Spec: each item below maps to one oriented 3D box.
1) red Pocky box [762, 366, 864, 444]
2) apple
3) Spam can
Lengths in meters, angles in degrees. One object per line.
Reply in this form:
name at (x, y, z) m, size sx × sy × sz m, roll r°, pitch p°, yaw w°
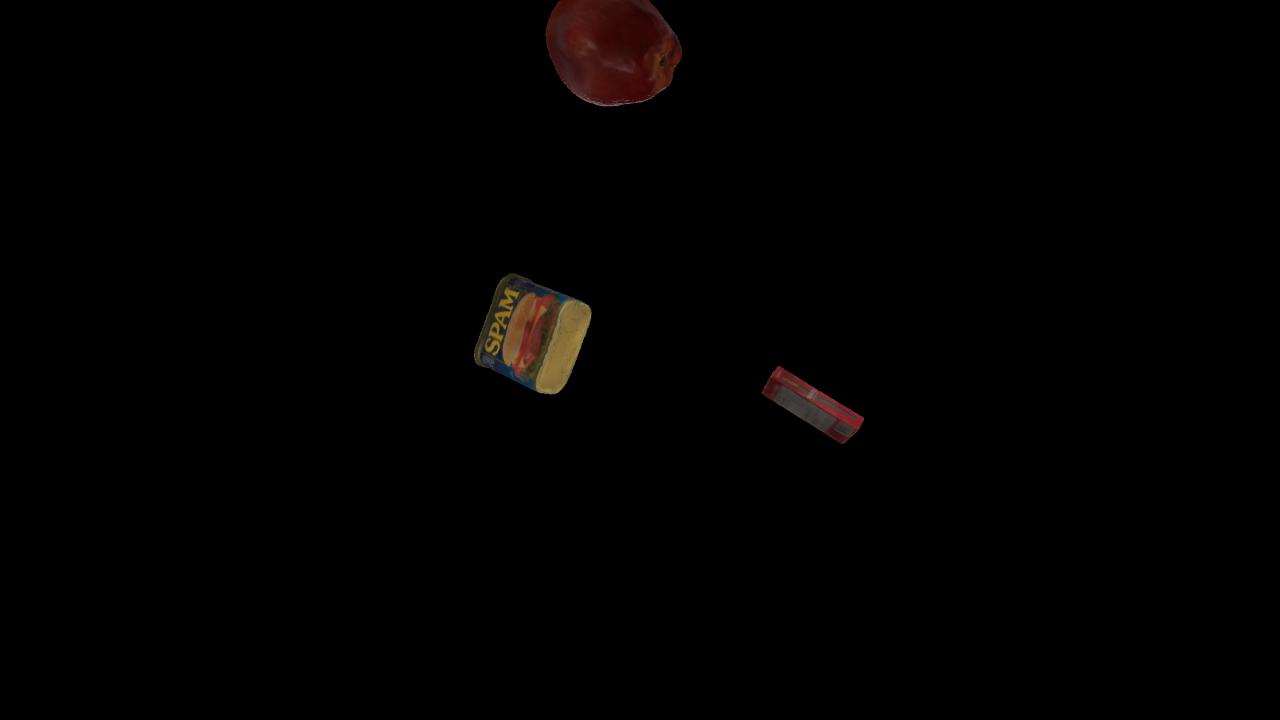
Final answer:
red Pocky box at (0.273, 0.072, 0.982) m, size 0.155 × 0.028 × 0.083 m, roll 33°, pitch -18°, yaw 13°
apple at (-0.020, -0.216, 0.423) m, size 0.093 × 0.079 × 0.079 m, roll 33°, pitch 13°, yaw 20°
Spam can at (-0.106, -0.025, 0.616) m, size 0.085 × 0.101 × 0.058 m, roll 23°, pitch 5°, yaw 28°
